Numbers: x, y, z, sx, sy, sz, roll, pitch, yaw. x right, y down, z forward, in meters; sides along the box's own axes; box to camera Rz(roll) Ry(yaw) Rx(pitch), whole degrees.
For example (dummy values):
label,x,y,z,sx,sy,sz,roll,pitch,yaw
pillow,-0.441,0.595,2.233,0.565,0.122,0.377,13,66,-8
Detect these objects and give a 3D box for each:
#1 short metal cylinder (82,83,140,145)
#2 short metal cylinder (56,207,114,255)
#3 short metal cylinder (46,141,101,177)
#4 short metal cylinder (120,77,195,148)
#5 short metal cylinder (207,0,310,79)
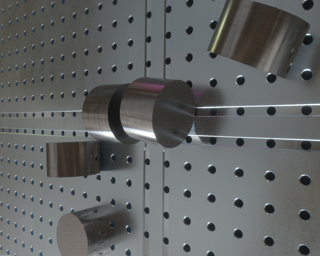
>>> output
label,x,y,z,sx,sy,sz,roll,pitch,yaw
short metal cylinder,-0.056,-0.019,0.418,0.050,0.081,0.079,3,92,39
short metal cylinder,-0.118,0.170,0.488,0.080,0.050,0.079,0,90,39
short metal cylinder,-0.134,0.046,0.481,0.080,0.081,0.050,-4,88,39
short metal cylinder,-0.001,-0.020,0.373,0.050,0.081,0.079,12,98,39
short metal cylinder,0.092,-0.085,0.297,0.080,0.081,0.050,31,110,35
